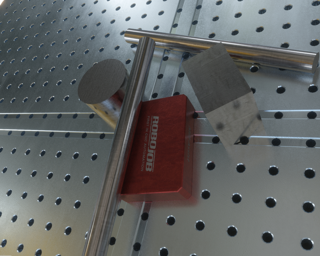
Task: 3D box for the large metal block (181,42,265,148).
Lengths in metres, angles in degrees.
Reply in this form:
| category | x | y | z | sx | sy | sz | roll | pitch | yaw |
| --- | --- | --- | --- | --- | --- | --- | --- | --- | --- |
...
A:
| category | x | y | z | sx | sy | sz | roll | pitch | yaw |
| --- | --- | --- | --- | --- | --- | --- | --- | --- | --- |
| large metal block | 0.073 | -0.036 | 0.356 | 0.050 | 0.080 | 0.080 | -27 | 53 | 11 |

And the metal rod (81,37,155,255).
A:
| category | x | y | z | sx | sy | sz | roll | pitch | yaw |
| --- | --- | --- | --- | --- | --- | --- | --- | --- | --- |
| metal rod | -0.044 | 0.007 | 0.386 | 0.025 | 0.025 | 0.299 | -3 | 60 | 26 |

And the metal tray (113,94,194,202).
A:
| category | x | y | z | sx | sy | sz | roll | pitch | yaw |
| --- | --- | --- | --- | --- | --- | --- | --- | --- | --- |
| metal tray | -0.006 | 0.025 | 0.392 | 0.090 | 0.030 | 0.130 | -8 | 58 | 23 |

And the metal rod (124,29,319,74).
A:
| category | x | y | z | sx | sy | sz | roll | pitch | yaw |
| --- | --- | --- | --- | --- | --- | --- | --- | --- | --- |
| metal rod | 0.064 | -0.117 | 0.444 | 0.300 | 0.025 | 0.025 | 20 | 72 | 35 |

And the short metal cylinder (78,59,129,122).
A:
| category | x | y | z | sx | sy | sz | roll | pitch | yaw |
| --- | --- | --- | --- | --- | --- | --- | --- | --- | --- |
| short metal cylinder | -0.074 | -0.056 | 0.464 | 0.080 | 0.050 | 0.080 | -13 | 56 | 20 |
